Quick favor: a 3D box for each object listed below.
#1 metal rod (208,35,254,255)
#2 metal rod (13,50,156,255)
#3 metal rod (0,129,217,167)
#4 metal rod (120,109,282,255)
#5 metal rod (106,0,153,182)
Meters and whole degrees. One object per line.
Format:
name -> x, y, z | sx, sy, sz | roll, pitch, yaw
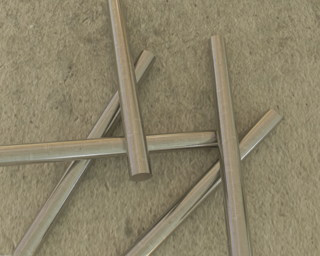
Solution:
metal rod -> 0.083, 0.004, 0.385 | 0.025, 0.025, 0.299 | 0, 62, 0
metal rod -> -0.086, 0.021, 0.399 | 0.025, 0.025, 0.300 | 26, 72, 9
metal rod -> -0.074, 0.024, 0.373 | 0.302, 0.025, 0.025 | -4, 70, -12
metal rod -> 0.045, 0.082, 0.378 | 0.301, 0.025, 0.025 | -42, 76, -14
metal rod -> -0.046, -0.074, 0.408 | 0.025, 0.025, 0.299 | -9, 60, -4
